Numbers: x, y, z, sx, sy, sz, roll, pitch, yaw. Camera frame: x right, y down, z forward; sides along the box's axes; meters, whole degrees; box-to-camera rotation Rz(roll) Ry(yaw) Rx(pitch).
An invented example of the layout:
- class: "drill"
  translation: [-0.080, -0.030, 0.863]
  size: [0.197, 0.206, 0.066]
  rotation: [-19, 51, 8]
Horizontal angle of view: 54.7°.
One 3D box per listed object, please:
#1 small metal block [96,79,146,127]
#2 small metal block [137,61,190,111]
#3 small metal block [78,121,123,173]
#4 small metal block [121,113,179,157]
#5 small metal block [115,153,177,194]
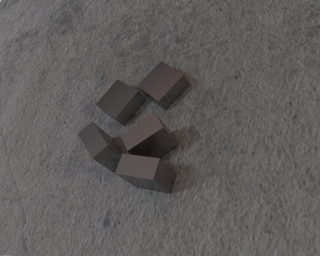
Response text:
- class: "small metal block"
  translation: [-0.058, -0.038, 0.455]
  size: [0.050, 0.025, 0.050]
  rotation: [32, 79, 37]
- class: "small metal block"
  translation: [0.005, -0.060, 0.437]
  size: [0.050, 0.025, 0.050]
  rotation: [-47, 52, -5]
- class: "small metal block"
  translation: [-0.075, 0.026, 0.410]
  size: [0.025, 0.050, 0.050]
  rotation: [-41, 51, 0]
- class: "small metal block"
  translation: [-0.011, 0.016, 0.383]
  size: [0.050, 0.050, 0.025]
  rotation: [-34, 52, 6]
- class: "small metal block"
  translation: [-0.015, 0.054, 0.362]
  size: [0.050, 0.050, 0.025]
  rotation: [4, 64, 30]
